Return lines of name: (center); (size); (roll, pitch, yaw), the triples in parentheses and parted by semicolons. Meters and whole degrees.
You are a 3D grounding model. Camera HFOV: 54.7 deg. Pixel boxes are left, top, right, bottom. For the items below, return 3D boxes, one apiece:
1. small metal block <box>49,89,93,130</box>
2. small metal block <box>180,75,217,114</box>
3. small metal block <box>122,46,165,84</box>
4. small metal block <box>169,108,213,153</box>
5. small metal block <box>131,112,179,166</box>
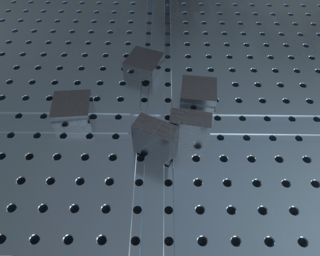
small metal block: (-0.121, -0.026, 0.428); (0.050, 0.025, 0.050); (-3, 50, -3)
small metal block: (0.056, -0.050, 0.450); (0.050, 0.025, 0.050); (5, 50, 4)
small metal block: (-0.025, -0.101, 0.492); (0.050, 0.025, 0.050); (17, 52, 13)
small metal block: (0.037, 0.003, 0.389); (0.050, 0.050, 0.025); (8, 50, 6)
small metal block: (-0.006, 0.014, 0.380); (0.050, 0.050, 0.025); (21, 53, 16)
